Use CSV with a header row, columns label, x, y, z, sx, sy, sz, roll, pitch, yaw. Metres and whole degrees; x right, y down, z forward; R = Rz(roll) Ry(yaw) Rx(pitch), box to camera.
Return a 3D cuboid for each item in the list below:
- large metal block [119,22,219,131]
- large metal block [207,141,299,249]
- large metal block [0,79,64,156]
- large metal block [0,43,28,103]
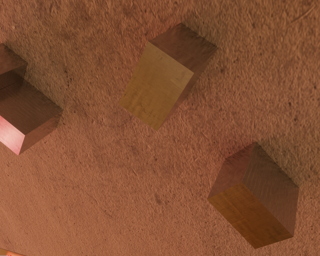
label,x,y,z,sx,sy,sz,roll,pitch,yaw
large metal block,0.010,-0.056,0.331,0.050,0.080,0.079,36,129,4
large metal block,0.111,0.076,0.360,0.080,0.080,0.050,46,129,-5
large metal block,-0.211,-0.019,0.471,0.080,0.080,0.050,39,129,2
large metal block,-0.254,-0.070,0.462,0.050,0.080,0.080,38,129,2
